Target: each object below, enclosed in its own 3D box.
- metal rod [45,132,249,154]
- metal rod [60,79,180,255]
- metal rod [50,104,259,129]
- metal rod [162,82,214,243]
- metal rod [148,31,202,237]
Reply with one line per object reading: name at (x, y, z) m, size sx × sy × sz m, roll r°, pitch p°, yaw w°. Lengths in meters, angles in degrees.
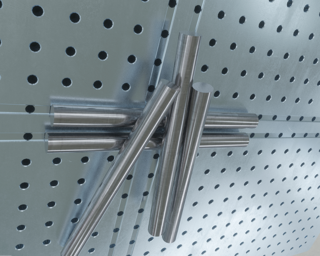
metal rod at (0.003, 0.018, 0.426) m, size 0.303 × 0.025 × 0.025 m, roll 1°, pitch 118°, yaw -29°
metal rod at (-0.061, 0.070, 0.398) m, size 0.025 × 0.025 × 0.298 m, roll 15°, pitch 117°, yaw -35°
metal rod at (0.014, -0.012, 0.413) m, size 0.303 × 0.025 × 0.025 m, roll 1°, pitch 118°, yaw -29°
metal rod at (0.033, 0.071, 0.451) m, size 0.025 × 0.025 × 0.298 m, roll -10°, pitch 130°, yaw -23°
metal rod at (0.014, 0.027, 0.405) m, size 0.025 × 0.025 × 0.298 m, roll -6°, pitch 122°, yaw -26°
